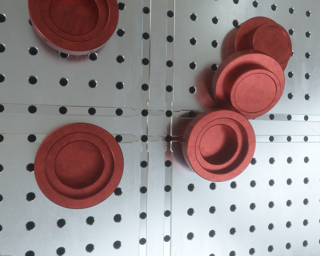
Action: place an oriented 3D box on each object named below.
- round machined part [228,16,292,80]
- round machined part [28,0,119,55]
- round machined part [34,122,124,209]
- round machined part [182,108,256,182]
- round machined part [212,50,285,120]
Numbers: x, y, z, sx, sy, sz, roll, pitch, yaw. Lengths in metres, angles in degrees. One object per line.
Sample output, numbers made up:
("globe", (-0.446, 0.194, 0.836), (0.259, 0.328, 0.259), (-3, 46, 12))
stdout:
("round machined part", (0.154, -0.117, 0.460), (0.099, 0.042, 0.097), (0, 90, -20))
("round machined part", (-0.102, -0.135, 0.366), (0.099, 0.042, 0.097), (0, 90, -20))
("round machined part", (-0.096, 0.042, 0.368), (0.099, 0.042, 0.097), (0, 90, -20))
("round machined part", (0.077, 0.021, 0.425), (0.099, 0.042, 0.097), (-3, 100, -14))
("round machined part", (0.124, -0.054, 0.426), (0.099, 0.042, 0.097), (-2, 117, -4))
